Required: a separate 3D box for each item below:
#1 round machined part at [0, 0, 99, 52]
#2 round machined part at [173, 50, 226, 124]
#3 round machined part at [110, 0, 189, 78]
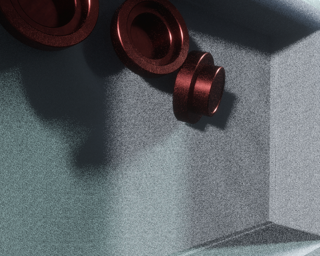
[{"bbox_3d":[-0.113,-0.123,0.300,0.099,0.042,0.097,0,90,-40],"label":"round machined part"},{"bbox_3d":[0.057,-0.052,0.416,0.098,0.042,0.097,-47,145,-48],"label":"round machined part"},{"bbox_3d":[-0.016,-0.108,0.376,0.099,0.042,0.097,4,83,-33],"label":"round machined part"}]
